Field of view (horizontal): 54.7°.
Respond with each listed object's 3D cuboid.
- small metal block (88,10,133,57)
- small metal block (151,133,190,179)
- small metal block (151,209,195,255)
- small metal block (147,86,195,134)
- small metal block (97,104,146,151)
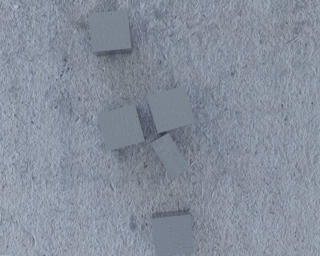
[{"bbox_3d":[-0.064,-0.125,0.409,0.050,0.025,0.050,-6,90,0],"label":"small metal block"},{"bbox_3d":[0.012,0.033,0.397,0.025,0.050,0.050,-31,90,0],"label":"small metal block"},{"bbox_3d":[0.017,0.138,0.410,0.050,0.025,0.050,-6,90,0],"label":"small metal block"},{"bbox_3d":[0.014,-0.024,0.410,0.050,0.025,0.050,-16,90,0],"label":"small metal block"},{"bbox_3d":[-0.050,-0.001,0.409,0.050,0.025,0.050,-15,90,0],"label":"small metal block"}]
